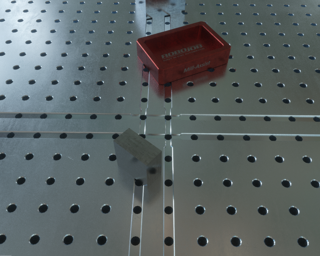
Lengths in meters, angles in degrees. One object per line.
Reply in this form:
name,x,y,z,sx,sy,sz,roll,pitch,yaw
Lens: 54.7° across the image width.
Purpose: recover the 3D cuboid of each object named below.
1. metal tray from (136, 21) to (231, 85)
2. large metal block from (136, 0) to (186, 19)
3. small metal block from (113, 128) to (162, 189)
metal tray,0.038,-0.127,0.511,0.131,0.030,0.090,-21,53,-17
large metal block,-0.001,-0.267,0.616,0.081,0.050,0.080,-14,52,-12
small metal block,-0.025,0.036,0.361,0.050,0.050,0.025,34,58,25
